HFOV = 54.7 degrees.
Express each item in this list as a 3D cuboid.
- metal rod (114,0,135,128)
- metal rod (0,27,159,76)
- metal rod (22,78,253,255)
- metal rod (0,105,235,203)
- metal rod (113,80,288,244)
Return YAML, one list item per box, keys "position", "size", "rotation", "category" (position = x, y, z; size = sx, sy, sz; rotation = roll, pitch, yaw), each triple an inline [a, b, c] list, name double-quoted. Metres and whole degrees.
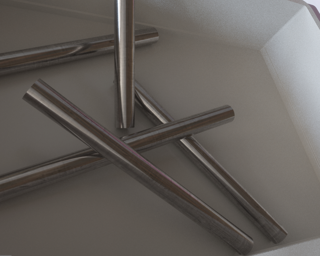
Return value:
- position: [-0.043, -0.149, 0.373]
  size: [0.025, 0.025, 0.298]
  rotation: [-3, 96, -30]
  category: "metal rod"
- position: [-0.122, -0.098, 0.400]
  size: [0.302, 0.025, 0.025]
  rotation: [-24, 75, -37]
  category: "metal rod"
- position: [-0.008, 0.053, 0.333]
  size: [0.301, 0.025, 0.025]
  rotation: [39, 50, -17]
  category: "metal rod"
- position: [-0.033, 0.020, 0.355]
  size: [0.302, 0.025, 0.025]
  rotation: [-17, 71, -28]
  category: "metal rod"
- position: [0.052, 0.036, 0.412]
  size: [0.300, 0.025, 0.025]
  rotation: [45, 51, 3]
  category: "metal rod"
